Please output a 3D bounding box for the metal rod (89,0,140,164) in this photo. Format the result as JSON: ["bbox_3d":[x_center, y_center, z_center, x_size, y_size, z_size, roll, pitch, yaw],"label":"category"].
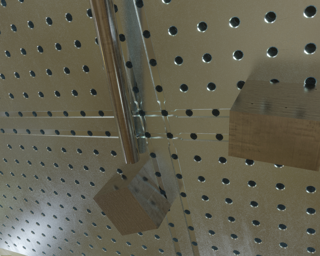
[{"bbox_3d":[-0.056,-0.076,0.374,0.025,0.025,0.298,10,129,22],"label":"metal rod"}]

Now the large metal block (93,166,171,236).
[{"bbox_3d":[-0.043,0.117,0.489,0.080,0.050,0.080,-25,105,36],"label":"large metal block"}]

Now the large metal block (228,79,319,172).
[{"bbox_3d":[0.118,-0.008,0.308,0.080,0.080,0.050,9,122,23],"label":"large metal block"}]
